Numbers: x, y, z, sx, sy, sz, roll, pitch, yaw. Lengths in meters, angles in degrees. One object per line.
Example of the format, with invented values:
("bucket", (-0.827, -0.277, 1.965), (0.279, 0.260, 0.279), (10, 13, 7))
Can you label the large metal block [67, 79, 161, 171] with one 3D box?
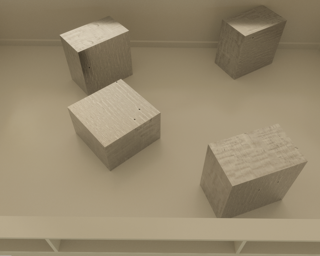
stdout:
("large metal block", (-0.056, -0.006, 0.393), (0.080, 0.050, 0.080), (-33, 58, -25))

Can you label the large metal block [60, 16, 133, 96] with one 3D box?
("large metal block", (-0.090, -0.106, 0.457), (0.081, 0.080, 0.050), (-32, 57, -24))

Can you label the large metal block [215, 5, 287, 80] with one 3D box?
("large metal block", (0.138, -0.133, 0.483), (0.081, 0.080, 0.050), (-25, 55, -20))

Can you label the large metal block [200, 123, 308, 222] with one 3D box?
("large metal block", (0.094, 0.049, 0.330), (0.081, 0.080, 0.050), (-15, 52, -13))
